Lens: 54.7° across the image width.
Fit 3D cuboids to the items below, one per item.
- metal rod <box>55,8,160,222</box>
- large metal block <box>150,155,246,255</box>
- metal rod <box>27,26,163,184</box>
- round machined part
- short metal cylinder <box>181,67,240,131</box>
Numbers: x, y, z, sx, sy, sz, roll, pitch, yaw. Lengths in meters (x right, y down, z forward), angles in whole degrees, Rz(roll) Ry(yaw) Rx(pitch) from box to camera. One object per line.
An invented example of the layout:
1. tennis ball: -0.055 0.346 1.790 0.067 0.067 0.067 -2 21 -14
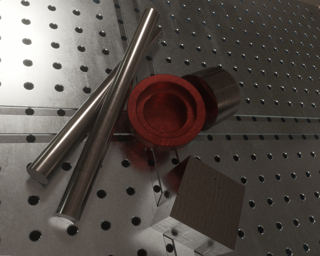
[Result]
1. metal rod: -0.052 -0.038 0.377 0.025 0.025 0.300 25 61 -14
2. large metal block: 0.046 0.092 0.363 0.080 0.050 0.080 31 52 -9
3. metal rod: -0.065 -0.053 0.406 0.025 0.025 0.301 35 51 -6
4. round machined part: 0.006 -0.017 0.400 0.099 0.042 0.098 3 69 -8
5. short metal cylinder: 0.064 -0.041 0.434 0.050 0.080 0.080 -25 76 -38
